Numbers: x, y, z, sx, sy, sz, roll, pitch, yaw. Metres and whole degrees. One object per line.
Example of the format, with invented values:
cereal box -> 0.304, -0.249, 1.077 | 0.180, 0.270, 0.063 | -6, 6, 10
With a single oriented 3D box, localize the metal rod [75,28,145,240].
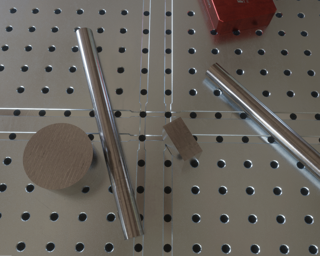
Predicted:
metal rod -> -0.072, -0.006, 0.413 | 0.025, 0.025, 0.299 | -15, 71, -6

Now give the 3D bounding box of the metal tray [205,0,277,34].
metal tray -> 0.117, -0.217, 0.490 | 0.091, 0.030, 0.130 | -12, 71, -5

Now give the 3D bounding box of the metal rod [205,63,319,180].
metal rod -> 0.175, 0.020, 0.406 | 0.025, 0.025, 0.300 | -41, 75, -14

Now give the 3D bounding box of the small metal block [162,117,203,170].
small metal block -> 0.027, 0.021, 0.391 | 0.025, 0.050, 0.050 | -29, 73, -10

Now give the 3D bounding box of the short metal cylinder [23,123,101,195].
short metal cylinder -> -0.118, 0.040, 0.383 | 0.081, 0.050, 0.080 | 0, 70, 0
